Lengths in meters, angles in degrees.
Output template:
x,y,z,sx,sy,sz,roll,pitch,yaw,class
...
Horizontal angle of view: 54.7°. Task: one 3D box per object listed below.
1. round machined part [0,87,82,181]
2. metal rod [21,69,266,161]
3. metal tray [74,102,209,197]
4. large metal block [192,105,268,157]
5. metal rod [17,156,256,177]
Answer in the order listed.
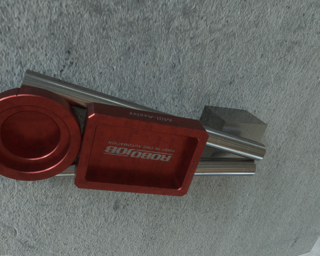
x,y,z,sx,sy,sz,roll,pitch,yaw,class
-0.133,0.003,0.320,0.099,0.042,0.097,-7,119,-13,round machined part
-0.001,-0.007,0.363,0.302,0.025,0.025,16,110,-22,metal rod
-0.021,0.028,0.344,0.131,0.030,0.089,9,115,-19,metal tray
0.098,0.017,0.456,0.081,0.050,0.079,4,117,-31,large metal block
-0.019,0.048,0.387,0.302,0.025,0.025,2,118,-16,metal rod
